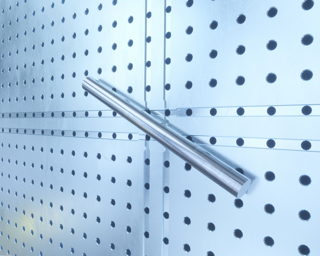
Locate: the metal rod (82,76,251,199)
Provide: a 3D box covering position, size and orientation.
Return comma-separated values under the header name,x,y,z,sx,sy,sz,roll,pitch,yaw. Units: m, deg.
name,x,y,z,sx,sy,sz,roll,pitch,yaw
metal rod,-0.012,-0.003,0.418,0.300,0.025,0.025,34,111,34
